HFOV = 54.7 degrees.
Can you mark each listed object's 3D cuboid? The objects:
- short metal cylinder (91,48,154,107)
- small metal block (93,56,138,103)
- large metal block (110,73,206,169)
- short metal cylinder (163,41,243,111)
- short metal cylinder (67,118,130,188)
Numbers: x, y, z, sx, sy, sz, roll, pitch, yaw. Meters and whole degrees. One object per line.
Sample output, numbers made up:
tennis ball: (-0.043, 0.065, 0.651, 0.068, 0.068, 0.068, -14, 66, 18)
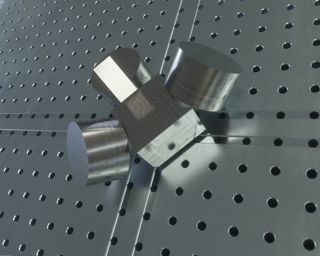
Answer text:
short metal cylinder: (-0.054, -0.072, 0.460, 0.080, 0.050, 0.080, -13, 56, 21)
small metal block: (-0.053, -0.061, 0.389, 0.025, 0.050, 0.050, -39, 7, 4)
large metal block: (-0.003, -0.010, 0.392, 0.080, 0.050, 0.080, -39, 51, 2)
short metal cylinder: (0.050, -0.063, 0.371, 0.080, 0.081, 0.050, 51, 130, 39)
short metal cylinder: (-0.078, 0.029, 0.384, 0.080, 0.050, 0.079, 18, 112, 55)
